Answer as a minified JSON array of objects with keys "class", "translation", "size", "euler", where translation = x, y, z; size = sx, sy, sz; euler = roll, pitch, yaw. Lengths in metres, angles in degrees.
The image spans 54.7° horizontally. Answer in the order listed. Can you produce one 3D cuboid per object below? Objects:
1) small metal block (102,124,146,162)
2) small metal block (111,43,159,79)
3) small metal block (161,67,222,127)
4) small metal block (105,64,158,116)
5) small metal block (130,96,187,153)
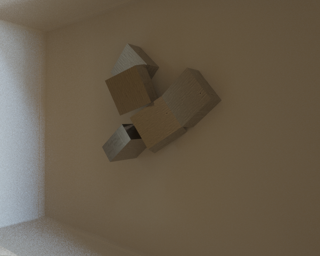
[{"class":"small metal block","translation":[-0.042,0.019,0.422],"size":[0.050,0.050,0.025],"euler":[-46,64,30]},{"class":"small metal block","translation":[-0.036,-0.082,0.434],"size":[0.050,0.025,0.050],"euler":[50,119,28]},{"class":"small metal block","translation":[0.037,-0.036,0.375],"size":[0.050,0.025,0.050],"euler":[-46,63,30]},{"class":"small metal block","translation":[-0.036,-0.050,0.406],"size":[0.050,0.025,0.050],"euler":[-21,95,27]},{"class":"small metal block","translation":[-0.002,-0.004,0.394],"size":[0.050,0.025,0.050],"euler":[-34,67,5]}]
